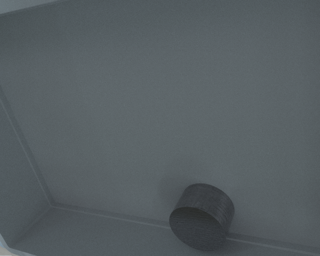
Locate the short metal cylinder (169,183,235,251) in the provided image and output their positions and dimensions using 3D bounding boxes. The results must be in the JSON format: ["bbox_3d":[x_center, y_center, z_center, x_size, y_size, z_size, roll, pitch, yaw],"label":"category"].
[{"bbox_3d":[0.060,0.126,0.439,0.080,0.050,0.080,13,124,21],"label":"short metal cylinder"}]
